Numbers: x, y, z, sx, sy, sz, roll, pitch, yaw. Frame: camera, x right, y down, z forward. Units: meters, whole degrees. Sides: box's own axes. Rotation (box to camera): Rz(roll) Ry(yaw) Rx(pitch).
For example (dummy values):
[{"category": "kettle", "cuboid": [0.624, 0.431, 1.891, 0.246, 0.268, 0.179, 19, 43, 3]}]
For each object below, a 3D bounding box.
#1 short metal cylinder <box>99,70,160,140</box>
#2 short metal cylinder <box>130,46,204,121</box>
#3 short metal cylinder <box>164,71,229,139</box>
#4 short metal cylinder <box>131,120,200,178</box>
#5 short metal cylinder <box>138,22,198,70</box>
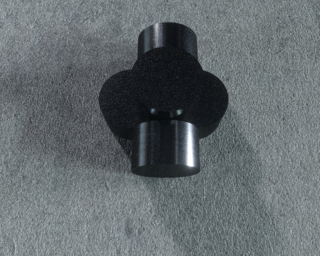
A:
[{"category": "short metal cylinder", "cuboid": [-0.035, -0.029, 0.406, 0.081, 0.050, 0.080, 0, 70, 0]}, {"category": "short metal cylinder", "cuboid": [0.008, -0.046, 0.359, 0.081, 0.050, 0.080, 0, 70, 0]}, {"category": "short metal cylinder", "cuboid": [0.045, -0.030, 0.407, 0.081, 0.050, 0.080, 0, 70, 0]}, {"category": "short metal cylinder", "cuboid": [0.007, 0.028, 0.371, 0.081, 0.080, 0.050, 0, 70, 0]}, {"category": "short metal cylinder", "cuboid": [0.010, -0.095, 0.416, 0.081, 0.080, 0.050, 0, 70, -1]}]
